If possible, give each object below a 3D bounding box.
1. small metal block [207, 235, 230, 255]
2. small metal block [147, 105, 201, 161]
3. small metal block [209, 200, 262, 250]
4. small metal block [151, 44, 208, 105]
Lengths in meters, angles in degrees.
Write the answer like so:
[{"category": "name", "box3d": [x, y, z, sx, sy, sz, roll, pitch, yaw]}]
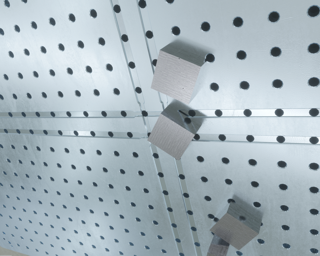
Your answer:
[{"category": "small metal block", "box3d": [0.087, 0.187, 0.465, 0.025, 0.050, 0.050, 17, 125, 19]}, {"category": "small metal block", "box3d": [0.018, 0.007, 0.406, 0.050, 0.025, 0.050, 33, 129, 7]}, {"category": "small metal block", "box3d": [0.107, 0.139, 0.441, 0.050, 0.025, 0.050, 33, 129, 6]}, {"category": "small metal block", "box3d": [0.022, -0.063, 0.362, 0.050, 0.025, 0.050, 25, 127, 12]}]
